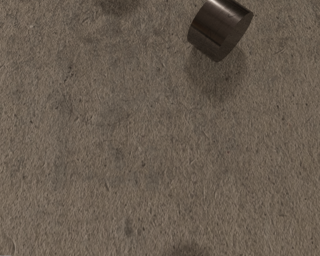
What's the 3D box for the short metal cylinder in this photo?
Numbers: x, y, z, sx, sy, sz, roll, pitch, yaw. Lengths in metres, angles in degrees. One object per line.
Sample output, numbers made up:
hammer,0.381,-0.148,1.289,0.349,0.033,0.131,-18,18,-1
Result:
short metal cylinder,0.083,-0.139,0.431,0.050,0.080,0.080,41,75,13
